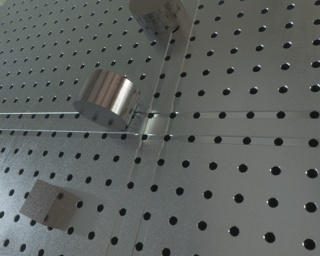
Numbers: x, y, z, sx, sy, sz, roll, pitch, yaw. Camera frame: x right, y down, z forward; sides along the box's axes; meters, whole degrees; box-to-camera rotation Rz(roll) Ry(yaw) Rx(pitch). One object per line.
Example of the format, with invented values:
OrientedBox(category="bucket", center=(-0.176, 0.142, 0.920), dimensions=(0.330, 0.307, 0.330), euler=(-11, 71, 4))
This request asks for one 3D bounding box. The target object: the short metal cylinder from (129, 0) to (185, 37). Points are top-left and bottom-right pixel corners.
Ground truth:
OrientedBox(category="short metal cylinder", center=(-0.004, -0.199, 0.517), dimensions=(0.080, 0.050, 0.080), euler=(-13, 56, 21))

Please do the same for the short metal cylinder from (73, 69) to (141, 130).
OrientedBox(category="short metal cylinder", center=(-0.074, -0.038, 0.435), dimensions=(0.080, 0.080, 0.050), euler=(8, 66, 31))

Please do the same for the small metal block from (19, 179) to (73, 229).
OrientedBox(category="small metal block", center=(-0.157, 0.104, 0.428), dimensions=(0.050, 0.025, 0.050), euler=(11, 67, 33))
